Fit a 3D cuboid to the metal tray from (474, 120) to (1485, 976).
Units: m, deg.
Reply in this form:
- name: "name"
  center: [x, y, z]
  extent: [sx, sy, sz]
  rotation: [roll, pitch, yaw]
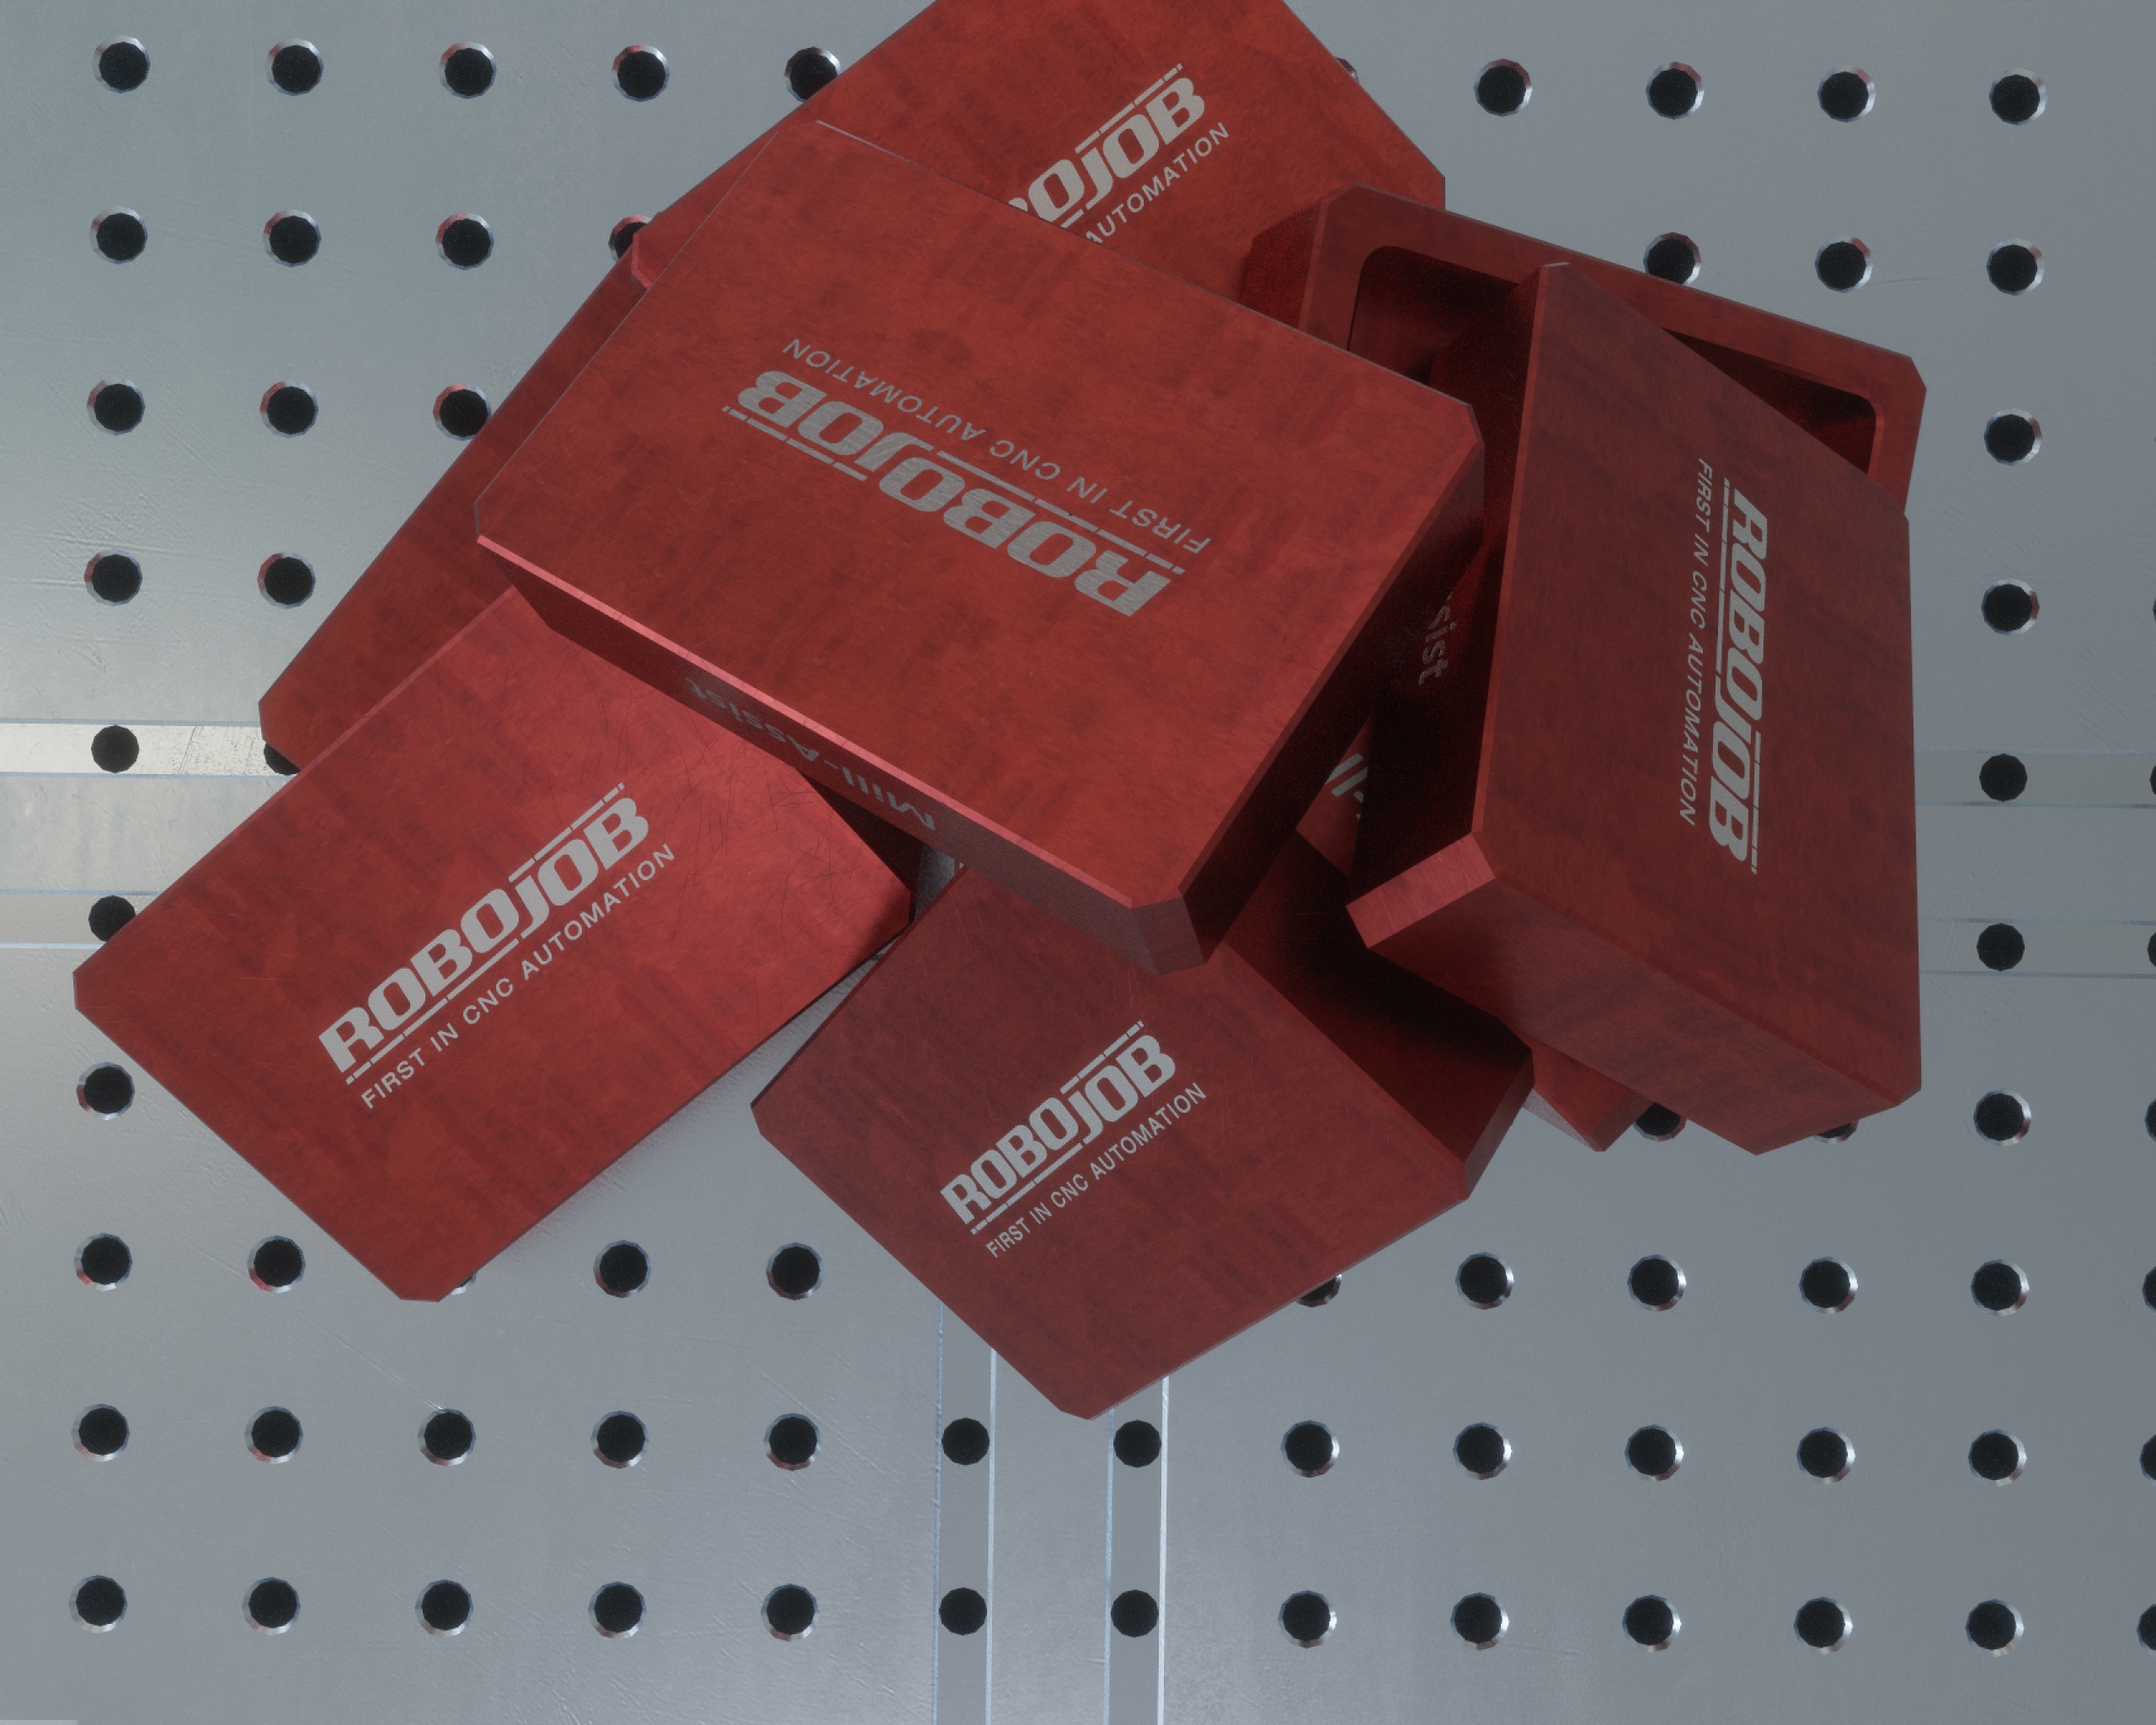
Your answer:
- name: "metal tray"
  center: [-0.015, -0.052, 0.323]
  extent: [0.130, 0.030, 0.090]
  rotation: [29, 75, 19]

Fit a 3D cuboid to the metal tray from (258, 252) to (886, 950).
- name: "metal tray"
  center: [-0.082, -0.049, 0.410]
  extent: [0.090, 0.030, 0.130]
  rotation: [39, 90, 0]

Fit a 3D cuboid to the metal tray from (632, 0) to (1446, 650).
- name: "metal tray"
  center: [-0.006, -0.114, 0.392]
  extent: [0.130, 0.030, 0.090]
  rotation: [-43, 92, -14]

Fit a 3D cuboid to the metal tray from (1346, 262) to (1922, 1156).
- name: "metal tray"
  center: [0.097, -0.028, 0.348]
  extent: [0.090, 0.030, 0.130]
  rotation: [28, 54, -20]

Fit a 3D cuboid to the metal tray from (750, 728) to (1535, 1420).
- name: "metal tray"
  center: [0.005, 0.041, 0.367]
  extent: [0.090, 0.129, 0.030]
  rotation: [43, 48, -1]

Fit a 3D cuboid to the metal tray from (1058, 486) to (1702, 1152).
- name: "metal tray"
  center: [0.050, -0.008, 0.382]
  extent: [0.130, 0.090, 0.030]
  rotation: [44, 91, 1]

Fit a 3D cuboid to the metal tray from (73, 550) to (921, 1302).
- name: "metal tray"
  center: [-0.105, 0.011, 0.388]
  extent: [0.130, 0.030, 0.090]
  rotation: [-38, 106, 11]

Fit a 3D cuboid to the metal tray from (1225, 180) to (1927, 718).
- name: "metal tray"
  center: [0.090, -0.063, 0.389]
  extent: [0.131, 0.030, 0.090]
  rotation: [10, 90, -20]
